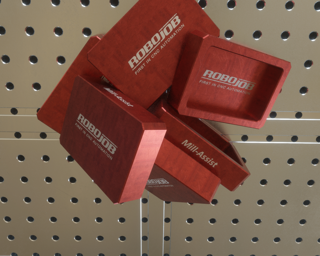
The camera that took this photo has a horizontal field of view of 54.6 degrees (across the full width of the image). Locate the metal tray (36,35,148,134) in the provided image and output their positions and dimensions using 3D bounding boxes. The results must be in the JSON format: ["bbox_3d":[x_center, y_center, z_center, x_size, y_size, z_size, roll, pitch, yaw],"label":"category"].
[{"bbox_3d":[-0.082,-0.040,0.395,0.090,0.030,0.130,37,106,-14],"label":"metal tray"}]

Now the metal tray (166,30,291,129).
[{"bbox_3d":[0.083,-0.052,0.366,0.131,0.030,0.089,9,112,-27],"label":"metal tray"}]

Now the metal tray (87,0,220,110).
[{"bbox_3d":[-0.007,-0.095,0.356,0.130,0.030,0.090,-46,108,0],"label":"metal tray"}]

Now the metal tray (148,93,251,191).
[{"bbox_3d":[0.044,0.013,0.383,0.130,0.090,0.030,36,106,-13],"label":"metal tray"}]

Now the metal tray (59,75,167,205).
[{"bbox_3d":[-0.058,0.007,0.335,0.030,0.130,0.089,0,117,-46],"label":"metal tray"}]

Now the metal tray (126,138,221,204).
[{"bbox_3d":[0.002,0.055,0.383,0.090,0.130,0.030,37,67,-13],"label":"metal tray"}]
